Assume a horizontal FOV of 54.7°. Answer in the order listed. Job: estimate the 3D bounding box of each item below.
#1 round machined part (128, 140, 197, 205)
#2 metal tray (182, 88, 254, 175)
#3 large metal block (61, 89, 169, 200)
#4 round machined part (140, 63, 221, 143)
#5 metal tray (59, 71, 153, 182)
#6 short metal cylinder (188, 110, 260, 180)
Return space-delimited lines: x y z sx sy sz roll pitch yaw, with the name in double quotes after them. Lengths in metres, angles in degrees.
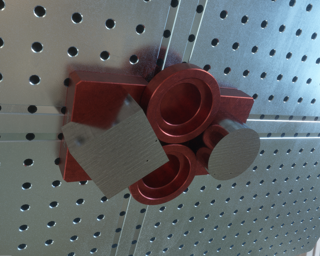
-0.002 0.053 0.420 0.099 0.042 0.097 -14 124 -21 "round machined part"
0.073 0.008 0.450 0.091 0.030 0.129 1 118 -29 "metal tray"
-0.048 0.018 0.341 0.080 0.050 0.080 -32 129 -7 "large metal block"
0.021 -0.033 0.379 0.099 0.042 0.097 -14 124 -21 "round machined part"
-0.066 0.001 0.372 0.091 0.030 0.129 0 119 -30 "metal tray"
0.086 0.023 0.416 0.081 0.050 0.079 -14 124 -21 "short metal cylinder"
